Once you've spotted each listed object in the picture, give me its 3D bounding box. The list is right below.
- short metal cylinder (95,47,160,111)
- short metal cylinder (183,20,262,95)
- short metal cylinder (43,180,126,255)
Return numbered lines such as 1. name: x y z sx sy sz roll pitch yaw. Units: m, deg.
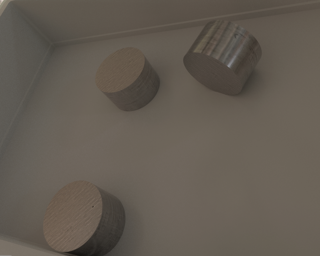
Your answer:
1. short metal cylinder: -0.047 -0.071 0.457 0.080 0.050 0.080 -13 56 20
2. short metal cylinder: 0.076 -0.085 0.382 0.080 0.080 0.050 24 75 36
3. short metal cylinder: -0.089 0.109 0.368 0.080 0.050 0.080 -13 56 20
